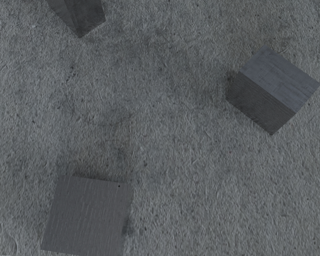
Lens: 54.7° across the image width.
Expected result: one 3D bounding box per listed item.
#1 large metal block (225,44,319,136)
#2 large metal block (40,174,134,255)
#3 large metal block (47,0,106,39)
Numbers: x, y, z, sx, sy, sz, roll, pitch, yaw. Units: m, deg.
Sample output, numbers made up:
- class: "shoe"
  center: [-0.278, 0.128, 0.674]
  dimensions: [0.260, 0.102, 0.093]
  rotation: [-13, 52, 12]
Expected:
- class: "large metal block"
  center: [0.139, -0.045, 0.396]
  dimensions: [0.080, 0.080, 0.050]
  rotation: [41, 75, 13]
- class: "large metal block"
  center: [-0.079, 0.103, 0.357]
  dimensions: [0.080, 0.050, 0.080]
  rotation: [8, 70, 3]
- class: "large metal block"
  center: [-0.130, -0.193, 0.448]
  dimensions: [0.050, 0.080, 0.080]
  rotation: [-40, 75, -13]
